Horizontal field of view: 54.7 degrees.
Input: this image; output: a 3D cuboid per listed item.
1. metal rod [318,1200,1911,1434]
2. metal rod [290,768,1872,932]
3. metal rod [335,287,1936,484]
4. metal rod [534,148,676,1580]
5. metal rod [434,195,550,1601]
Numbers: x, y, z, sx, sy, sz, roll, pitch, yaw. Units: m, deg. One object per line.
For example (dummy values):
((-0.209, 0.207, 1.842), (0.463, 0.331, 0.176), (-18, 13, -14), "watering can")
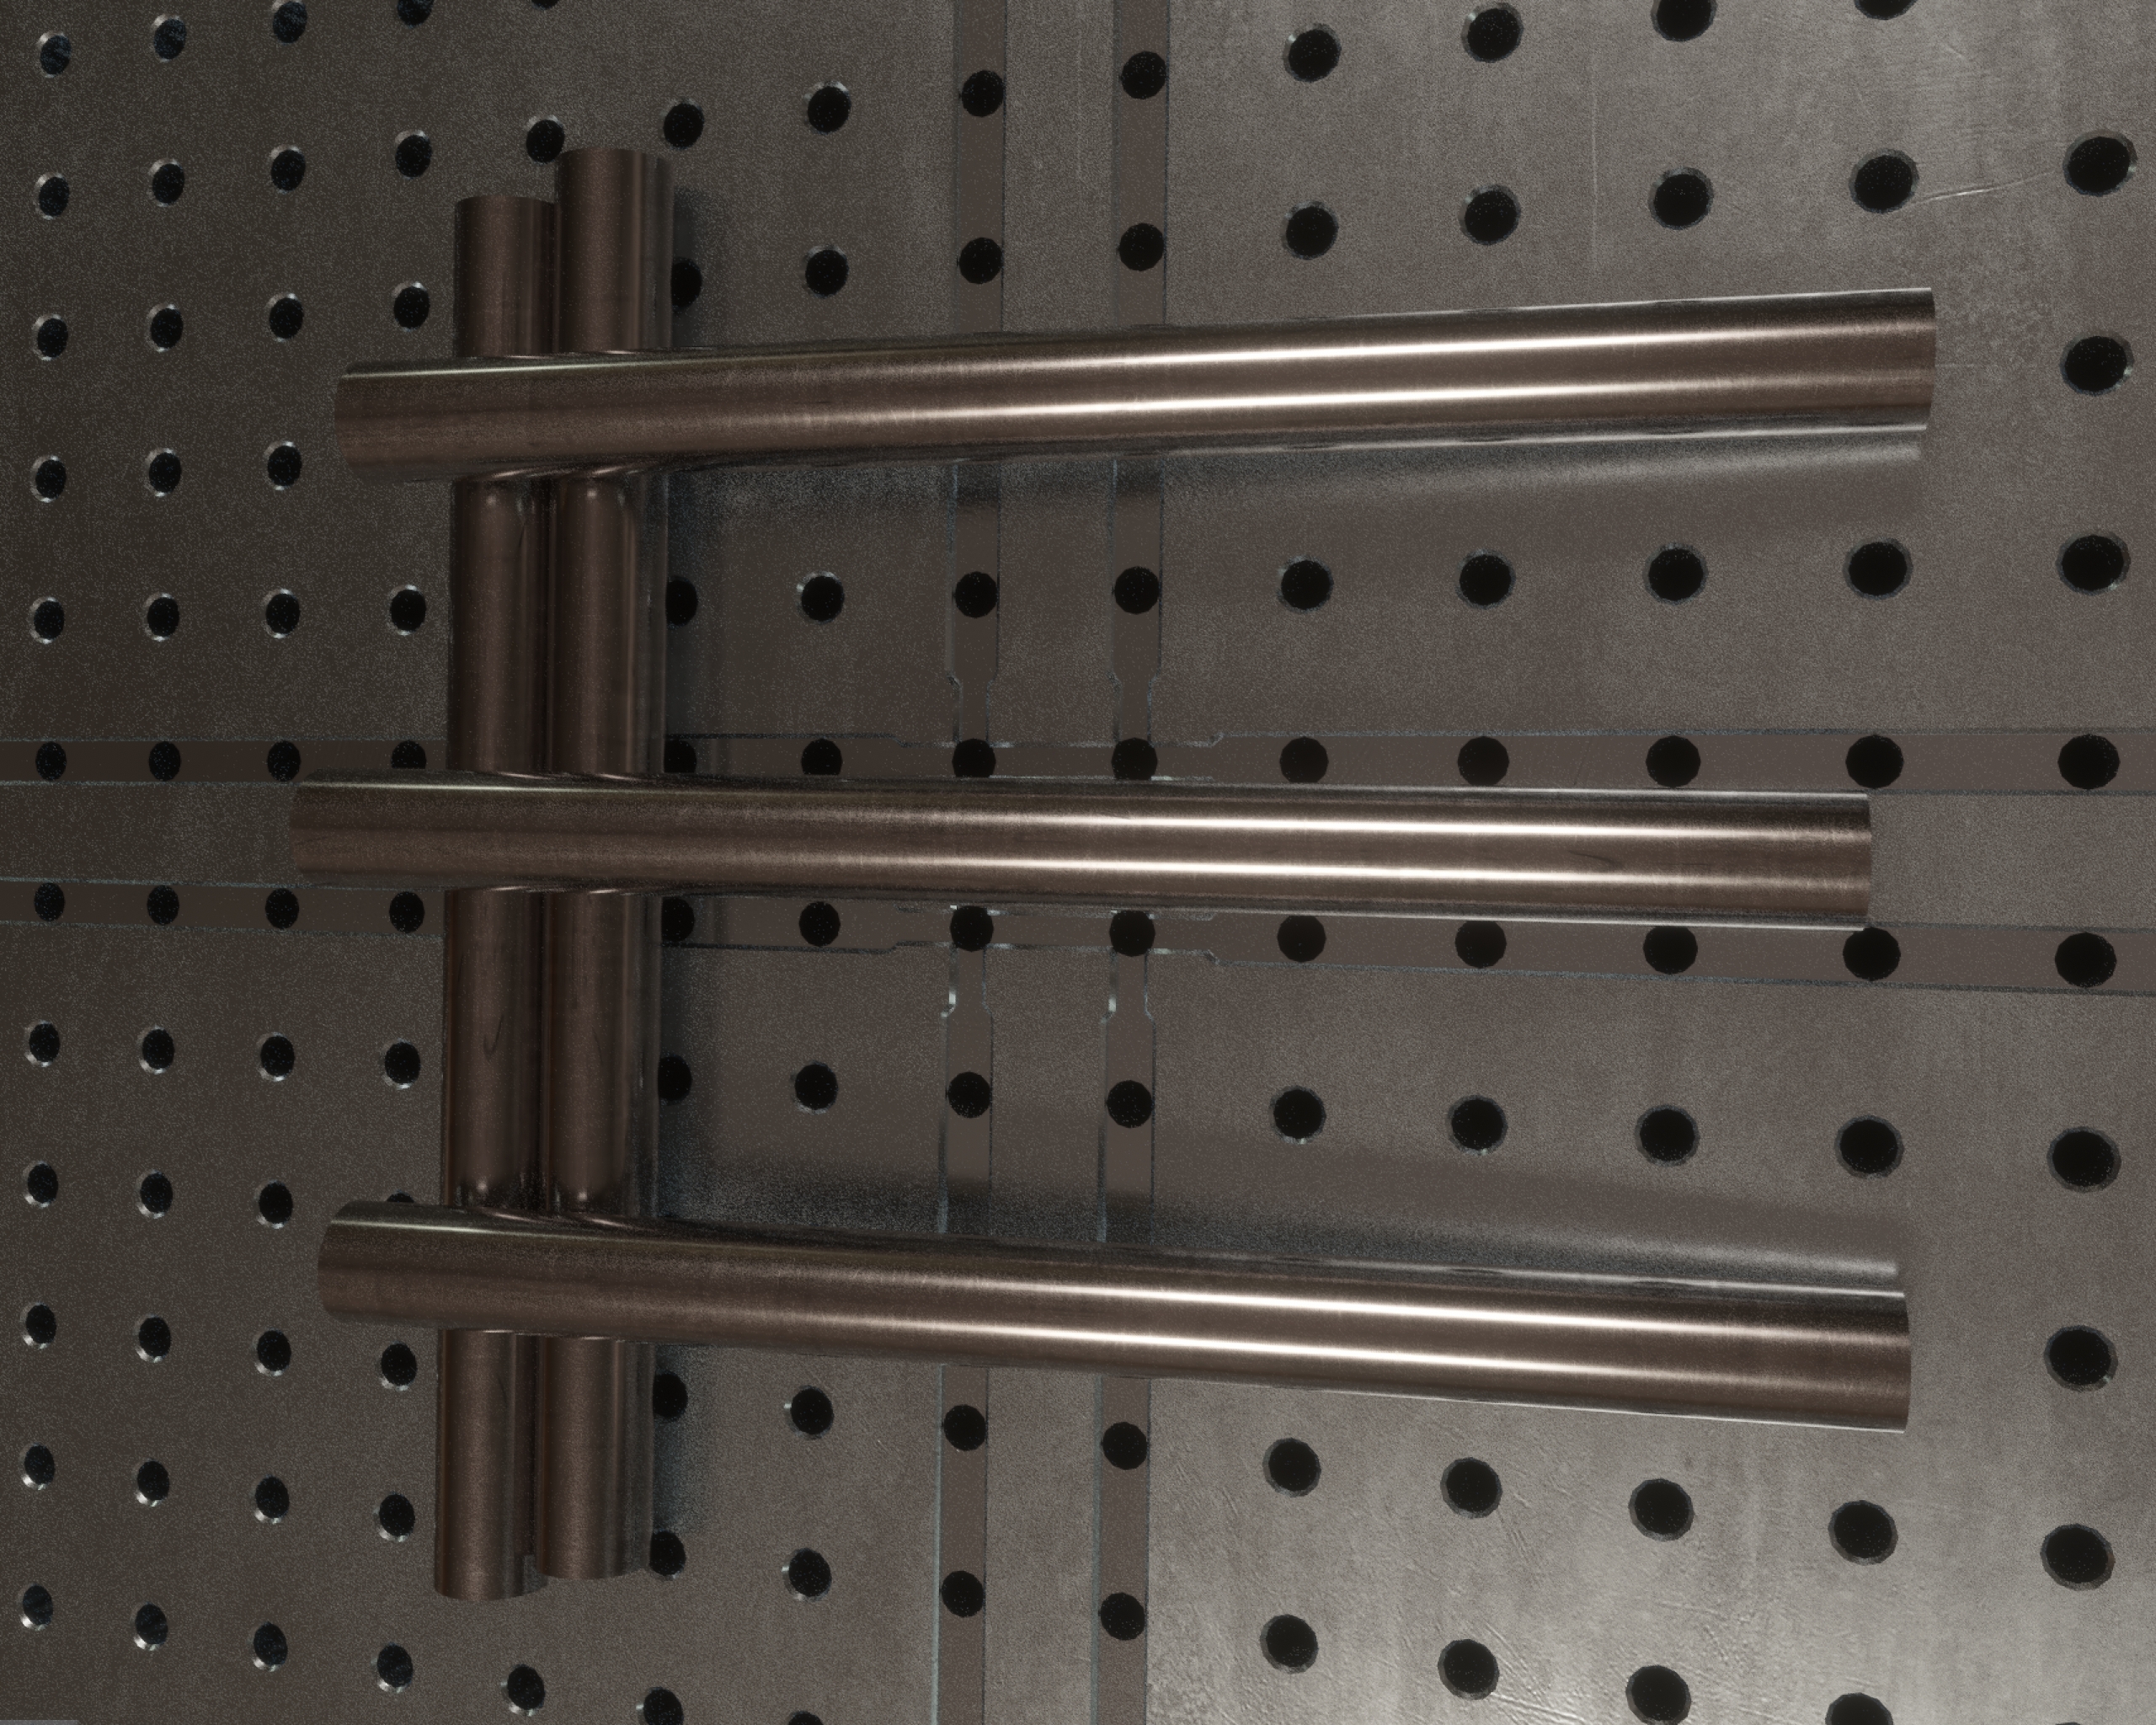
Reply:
((-0.003, 0.085, 0.397), (0.301, 0.025, 0.025), (1, 90, 13), "metal rod")
((-0.010, -0.004, 0.399), (0.301, 0.025, 0.025), (1, 91, 13), "metal rod")
((0.000, -0.089, 0.396), (0.301, 0.025, 0.025), (1, 90, 13), "metal rod")
((-0.101, 0.000, 0.446), (0.025, 0.025, 0.298), (1, 90, 19), "metal rod")
((-0.125, 0.008, 0.454), (0.025, 0.025, 0.298), (1, 90, 19), "metal rod")
